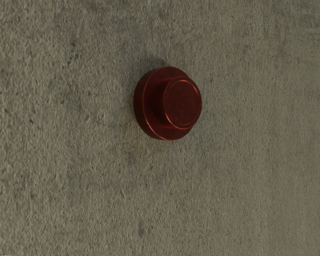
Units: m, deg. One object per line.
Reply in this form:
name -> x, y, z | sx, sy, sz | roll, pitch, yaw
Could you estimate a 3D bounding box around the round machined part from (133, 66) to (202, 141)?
round machined part -> 0.017, -0.032, 0.407 | 0.099, 0.042, 0.097 | 0, 90, -40
